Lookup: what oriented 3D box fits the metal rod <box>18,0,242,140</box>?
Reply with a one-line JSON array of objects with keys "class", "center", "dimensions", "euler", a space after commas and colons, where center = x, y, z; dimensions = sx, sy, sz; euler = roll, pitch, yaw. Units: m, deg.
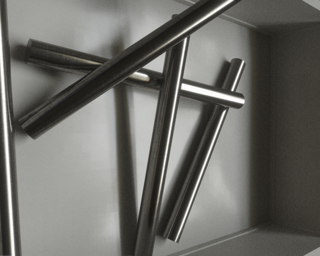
[{"class": "metal rod", "center": [-0.009, -0.086, 0.326], "dimensions": [0.301, 0.025, 0.025], "euler": [-36, 115, -10]}]

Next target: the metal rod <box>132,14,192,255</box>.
[{"class": "metal rod", "center": [0.002, 0.018, 0.373], "dimensions": [0.025, 0.025, 0.298], "euler": [5, 97, -40]}]

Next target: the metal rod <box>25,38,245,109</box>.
[{"class": "metal rod", "center": [-0.004, -0.058, 0.385], "dimensions": [0.302, 0.025, 0.025], "euler": [8, 85, -35]}]

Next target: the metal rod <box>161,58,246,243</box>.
[{"class": "metal rod", "center": [0.071, 0.021, 0.466], "dimensions": [0.025, 0.025, 0.300], "euler": [38, 67, -34]}]

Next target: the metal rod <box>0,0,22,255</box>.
[{"class": "metal rod", "center": [-0.147, -0.005, 0.282], "dimensions": [0.025, 0.025, 0.298], "euler": [-4, 93, -40]}]
